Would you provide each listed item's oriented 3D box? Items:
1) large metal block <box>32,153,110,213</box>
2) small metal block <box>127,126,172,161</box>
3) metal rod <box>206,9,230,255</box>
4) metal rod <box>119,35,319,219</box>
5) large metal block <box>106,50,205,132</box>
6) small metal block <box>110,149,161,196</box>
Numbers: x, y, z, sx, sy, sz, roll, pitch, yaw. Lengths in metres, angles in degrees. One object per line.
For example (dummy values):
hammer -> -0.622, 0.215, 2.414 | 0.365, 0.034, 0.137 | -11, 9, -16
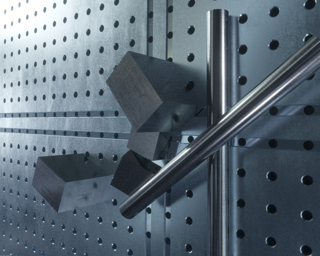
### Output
large metal block -> -0.141, 0.083, 0.490 | 0.080, 0.081, 0.050 | 29, 108, 36
small metal block -> -0.014, 0.011, 0.421 | 0.050, 0.025, 0.050 | 23, 105, 37
metal rod -> 0.066, 0.017, 0.354 | 0.025, 0.025, 0.298 | 0, 90, 40
metal rod -> 0.047, 0.021, 0.336 | 0.299, 0.025, 0.025 | -45, 63, 31
large metal block -> -0.006, -0.042, 0.378 | 0.050, 0.081, 0.080 | -47, 62, 30
small metal block -> -0.033, 0.065, 0.422 | 0.050, 0.025, 0.050 | 29, 114, 8
